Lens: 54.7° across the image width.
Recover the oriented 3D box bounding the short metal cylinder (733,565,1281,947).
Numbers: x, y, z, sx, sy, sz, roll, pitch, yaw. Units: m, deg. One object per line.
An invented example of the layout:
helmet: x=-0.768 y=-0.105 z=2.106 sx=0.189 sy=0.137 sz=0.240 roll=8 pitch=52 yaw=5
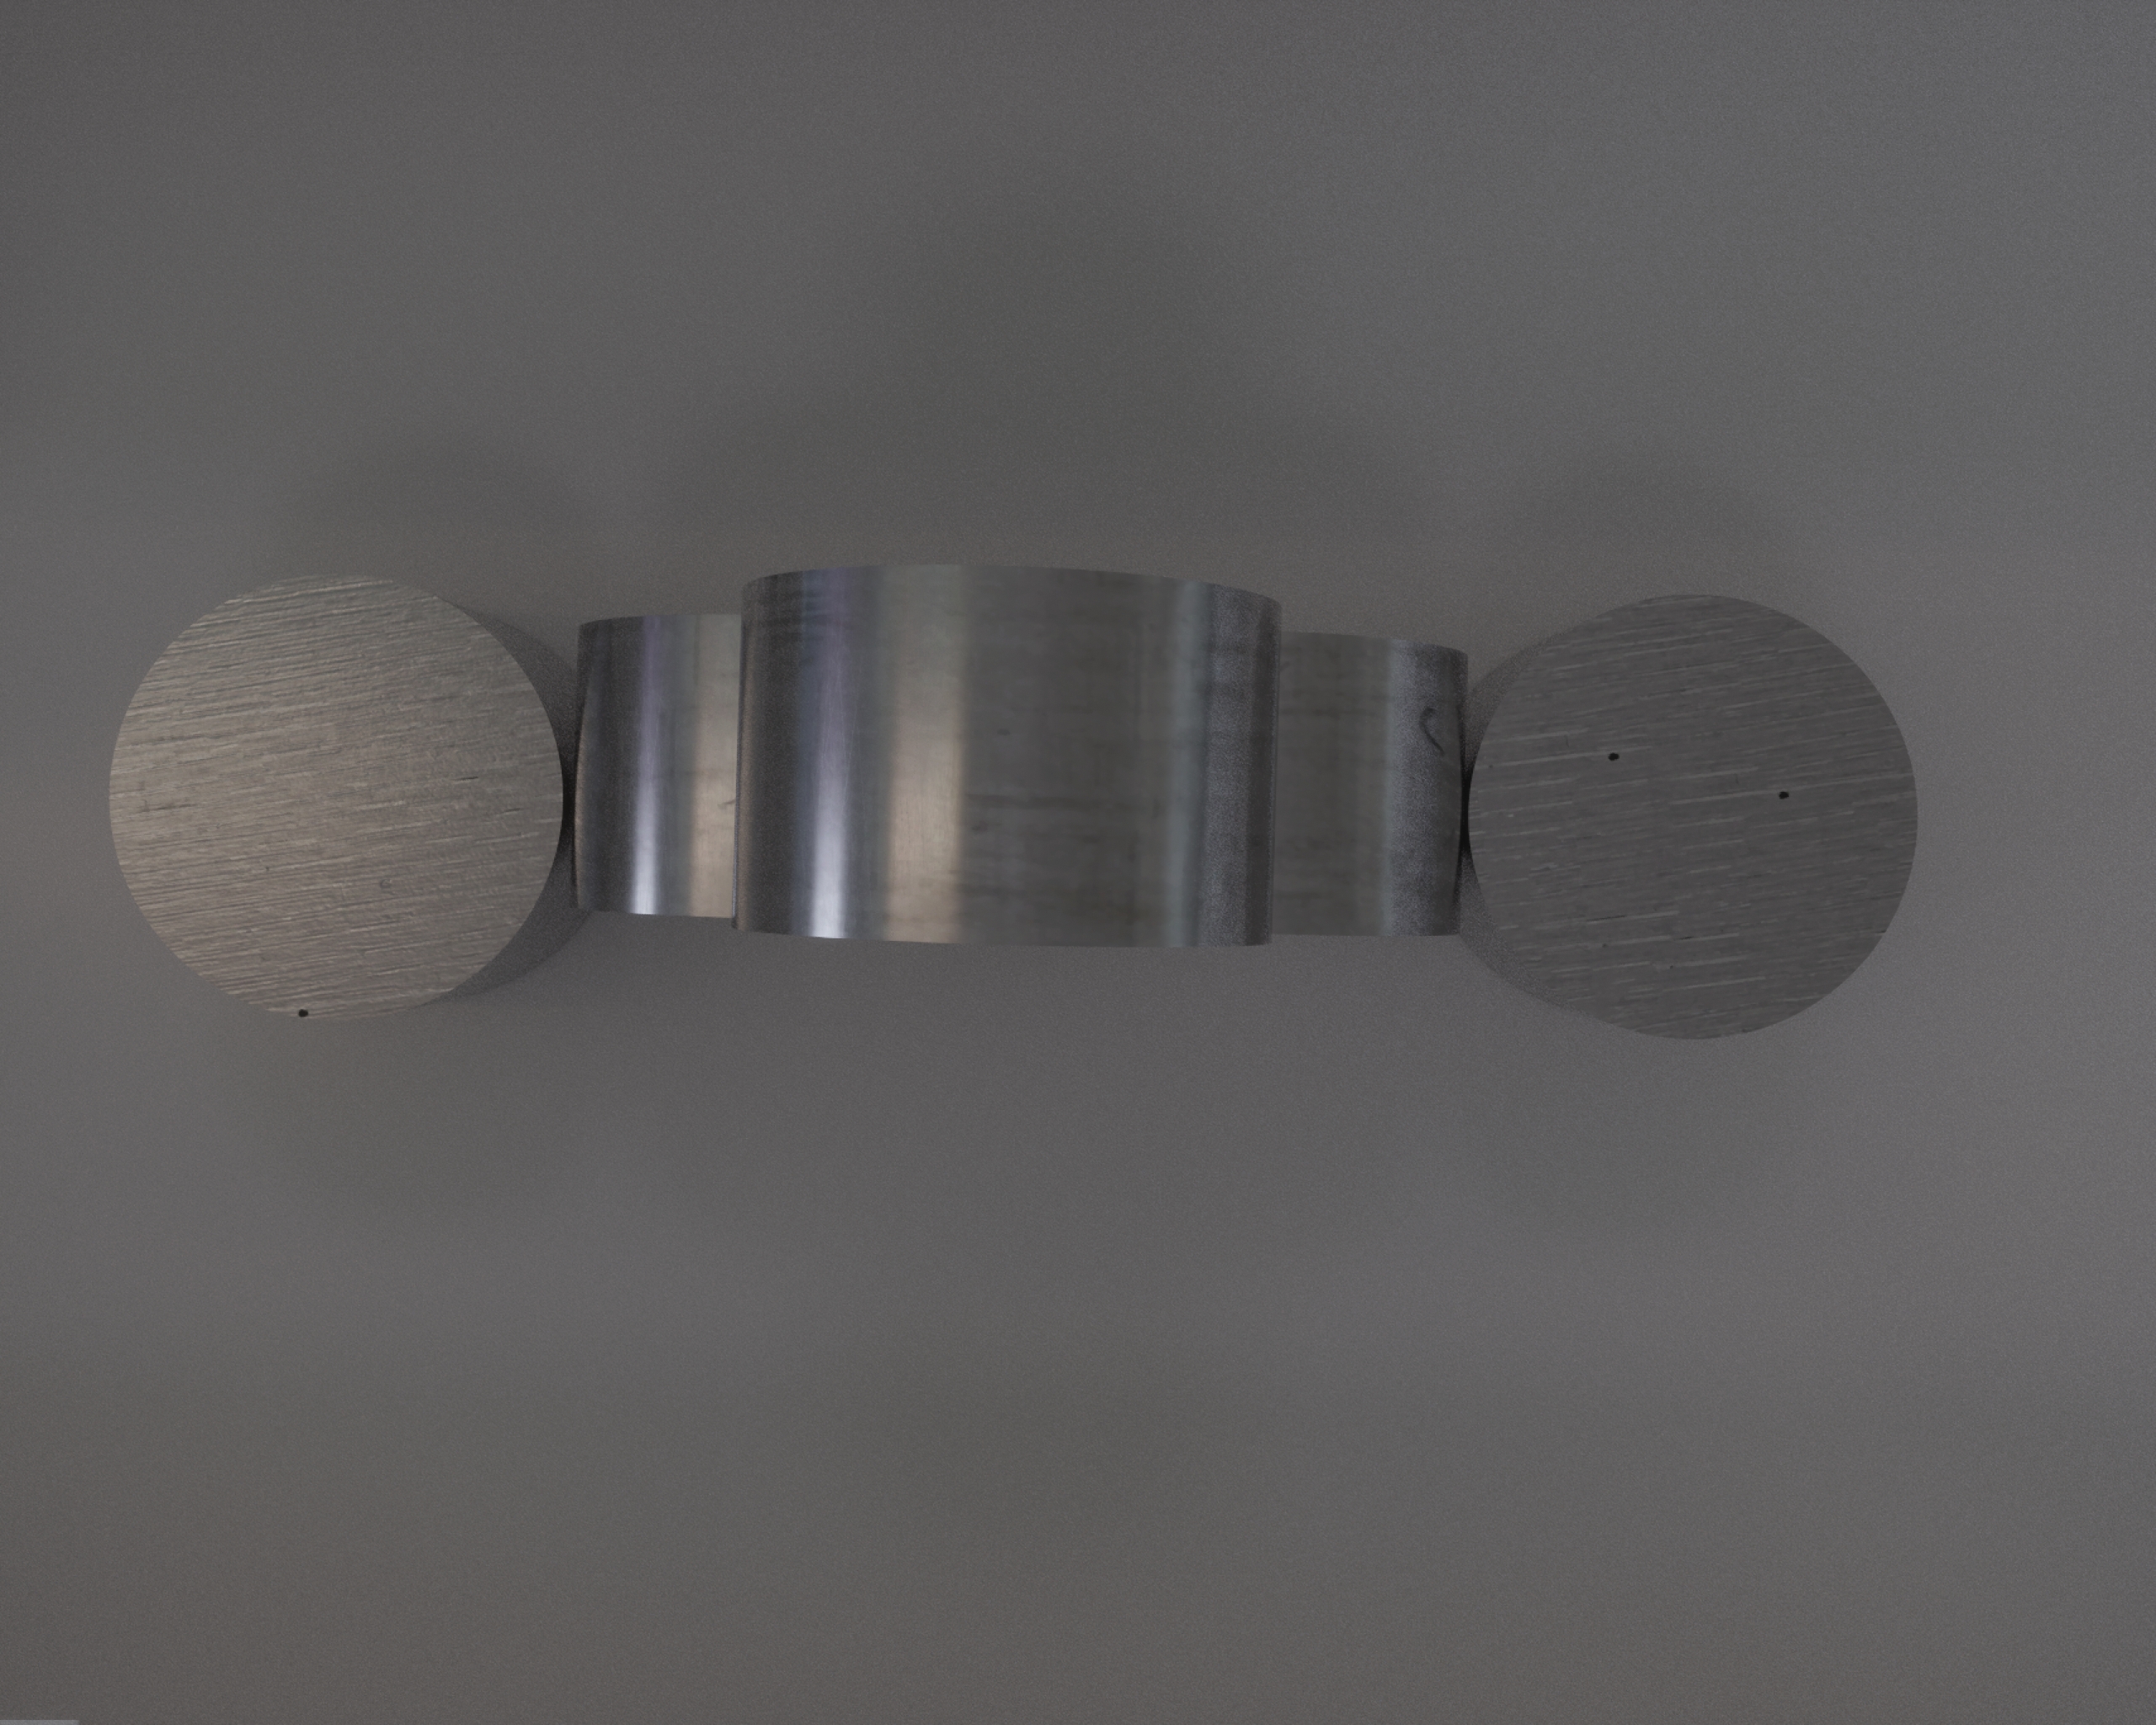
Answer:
short metal cylinder: x=-0.010 y=-0.014 z=0.313 sx=0.081 sy=0.080 sz=0.050 roll=2 pitch=90 yaw=0

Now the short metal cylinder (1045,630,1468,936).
short metal cylinder: x=0.030 y=-0.013 z=0.382 sx=0.081 sy=0.080 sz=0.050 roll=2 pitch=90 yaw=0

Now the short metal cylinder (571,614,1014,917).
short metal cylinder: x=-0.051 y=-0.016 z=0.381 sx=0.081 sy=0.080 sz=0.050 roll=2 pitch=90 yaw=0

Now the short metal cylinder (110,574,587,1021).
short metal cylinder: x=-0.132 y=-0.012 z=0.396 sx=0.081 sy=0.050 sz=0.080 roll=0 pitch=90 yaw=0

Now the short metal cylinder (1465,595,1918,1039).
short metal cylinder: x=0.110 y=-0.008 z=0.398 sx=0.081 sy=0.050 sz=0.080 roll=0 pitch=90 yaw=0
